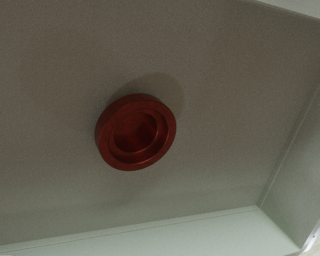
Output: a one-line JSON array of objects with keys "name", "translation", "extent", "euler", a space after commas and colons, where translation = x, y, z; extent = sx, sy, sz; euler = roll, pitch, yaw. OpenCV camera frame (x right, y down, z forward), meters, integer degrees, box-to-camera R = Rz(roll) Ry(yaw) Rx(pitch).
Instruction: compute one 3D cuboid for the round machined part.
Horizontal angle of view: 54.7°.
[{"name": "round machined part", "translation": [-0.033, 0.001, 0.382], "extent": [0.099, 0.042, 0.097], "euler": [-14, 125, -21]}]
